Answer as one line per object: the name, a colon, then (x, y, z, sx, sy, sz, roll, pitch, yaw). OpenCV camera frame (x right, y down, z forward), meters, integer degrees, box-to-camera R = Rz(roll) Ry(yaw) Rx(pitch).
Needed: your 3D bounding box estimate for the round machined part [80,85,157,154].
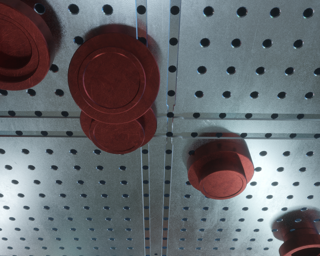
round machined part: (-0.053, -0.004, 0.396, 0.099, 0.042, 0.097, 0, 130, 0)

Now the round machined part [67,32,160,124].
round machined part: (-0.049, -0.051, 0.330, 0.099, 0.042, 0.097, 0, 102, -2)

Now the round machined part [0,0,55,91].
round machined part: (-0.159, -0.091, 0.322, 0.099, 0.042, 0.097, 0, 130, 0)

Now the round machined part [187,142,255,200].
round machined part: (0.091, 0.070, 0.460, 0.099, 0.042, 0.097, 0, 130, 0)

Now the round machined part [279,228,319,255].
round machined part: (0.279, 0.230, 0.598, 0.099, 0.042, 0.097, 0, 130, 0)
